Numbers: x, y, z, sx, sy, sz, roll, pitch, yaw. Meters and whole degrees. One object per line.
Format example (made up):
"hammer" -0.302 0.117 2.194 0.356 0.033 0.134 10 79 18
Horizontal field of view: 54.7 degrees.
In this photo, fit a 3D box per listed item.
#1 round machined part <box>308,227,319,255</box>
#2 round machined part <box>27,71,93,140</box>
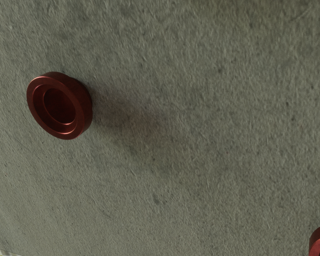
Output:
"round machined part" 0.230 0.145 0.364 0.098 0.042 0.097 13 124 20
"round machined part" -0.138 -0.035 0.444 0.098 0.042 0.097 13 124 20
